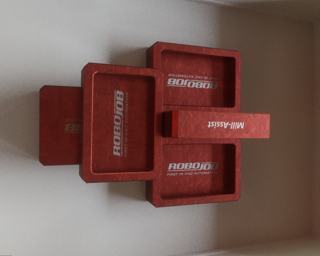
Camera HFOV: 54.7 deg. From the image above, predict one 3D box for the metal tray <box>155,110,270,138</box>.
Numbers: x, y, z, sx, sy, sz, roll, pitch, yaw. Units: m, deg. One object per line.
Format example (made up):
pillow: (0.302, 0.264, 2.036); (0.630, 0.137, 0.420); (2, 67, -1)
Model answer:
metal tray: (0.061, -0.004, 0.397); (0.131, 0.090, 0.030); (1, 90, -20)

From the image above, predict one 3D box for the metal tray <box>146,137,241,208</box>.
metal tray: (0.048, 0.056, 0.425); (0.131, 0.030, 0.089); (1, 90, -21)

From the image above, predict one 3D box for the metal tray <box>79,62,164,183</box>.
metal tray: (-0.044, -0.005, 0.358); (0.091, 0.030, 0.129); (1, 90, -21)

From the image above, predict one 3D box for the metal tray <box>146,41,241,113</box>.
metal tray: (0.048, -0.064, 0.425); (0.131, 0.030, 0.089); (1, 90, -21)

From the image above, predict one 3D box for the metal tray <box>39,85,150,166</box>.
metal tray: (-0.076, -0.003, 0.377); (0.131, 0.030, 0.089); (0, 90, -21)
